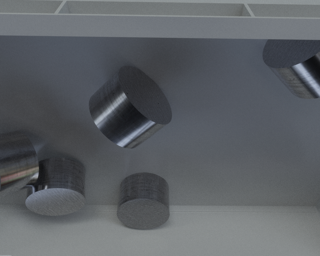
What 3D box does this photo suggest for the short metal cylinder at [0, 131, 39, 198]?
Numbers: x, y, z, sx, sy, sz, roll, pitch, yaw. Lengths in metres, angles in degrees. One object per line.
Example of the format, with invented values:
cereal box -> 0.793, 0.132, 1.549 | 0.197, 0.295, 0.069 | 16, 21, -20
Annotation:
short metal cylinder -> -0.205, 0.048, 0.404 | 0.080, 0.050, 0.079 | 8, 105, 34

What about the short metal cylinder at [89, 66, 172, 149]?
short metal cylinder -> -0.032, -0.024, 0.352 | 0.080, 0.080, 0.050 | 37, 121, -27

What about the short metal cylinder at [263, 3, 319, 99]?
short metal cylinder -> 0.152, -0.076, 0.309 | 0.080, 0.080, 0.050 | -37, 121, 27

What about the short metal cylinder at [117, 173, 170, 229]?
short metal cylinder -> -0.025, 0.116, 0.491 | 0.081, 0.050, 0.079 | 0, 130, 0

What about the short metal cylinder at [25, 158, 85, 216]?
short metal cylinder -> -0.151, 0.087, 0.455 | 0.081, 0.050, 0.080 | -7, 140, -6
